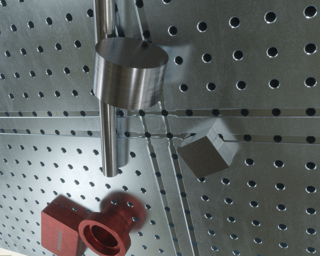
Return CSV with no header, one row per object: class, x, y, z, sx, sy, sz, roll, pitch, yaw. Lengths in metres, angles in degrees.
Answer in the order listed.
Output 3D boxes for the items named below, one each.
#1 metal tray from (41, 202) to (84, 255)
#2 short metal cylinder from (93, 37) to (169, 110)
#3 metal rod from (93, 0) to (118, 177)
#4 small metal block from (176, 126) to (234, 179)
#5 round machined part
metal tray,-0.203,0.224,0.650,0.090,0.030,0.129,25,127,12
short metal cylinder,-0.034,-0.064,0.353,0.080,0.080,0.050,23,127,14
metal rod,-0.070,-0.054,0.412,0.025,0.025,0.298,16,125,18
small metal block,0.058,0.032,0.400,0.050,0.025,0.050,-29,103,37
round machined part,-0.095,0.190,0.566,0.098,0.042,0.097,13,124,20
